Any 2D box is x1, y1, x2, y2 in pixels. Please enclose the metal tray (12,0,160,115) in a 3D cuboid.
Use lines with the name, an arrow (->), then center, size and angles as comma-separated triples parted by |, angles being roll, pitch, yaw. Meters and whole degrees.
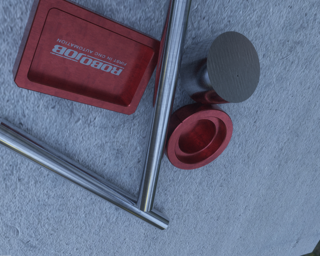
metal tray -> -0.071, -0.071, 0.320 | 0.131, 0.030, 0.089 | 14, 111, -34

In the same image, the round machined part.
round machined part -> 0.046, 0.006, 0.422 | 0.099, 0.042, 0.097 | -14, 129, -19

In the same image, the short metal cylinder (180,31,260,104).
short metal cylinder -> 0.071, -0.068, 0.367 | 0.081, 0.050, 0.079 | -1, 91, -31

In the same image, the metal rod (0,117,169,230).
metal rod -> -0.082, 0.077, 0.409 | 0.025, 0.025, 0.300 | -45, 129, 3

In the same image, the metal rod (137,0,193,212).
metal rod -> 0.000, -0.014, 0.365 | 0.025, 0.025, 0.298 | -7, 126, -25
